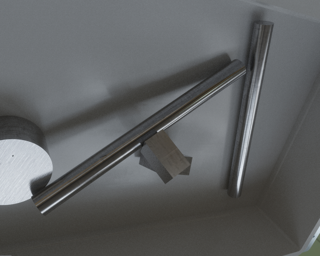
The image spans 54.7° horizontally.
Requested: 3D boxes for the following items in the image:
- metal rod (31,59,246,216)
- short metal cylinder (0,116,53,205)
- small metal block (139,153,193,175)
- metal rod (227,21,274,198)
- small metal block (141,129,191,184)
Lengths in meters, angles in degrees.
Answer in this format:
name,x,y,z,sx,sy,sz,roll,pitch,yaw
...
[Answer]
name,x,y,z,sx,sy,sz,roll,pitch,yaw
metal rod,-0.010,0.000,0.372,0.302,0.025,0.025,-35,130,-18
short metal cylinder,-0.159,0.034,0.327,0.081,0.050,0.079,-14,124,-21
small metal block,0.007,0.045,0.422,0.050,0.050,0.025,10,92,-33
metal rod,0.134,-0.009,0.478,0.025,0.025,0.298,-14,124,-21
small metal block,0.005,0.035,0.360,0.025,0.050,0.050,-35,171,-18
